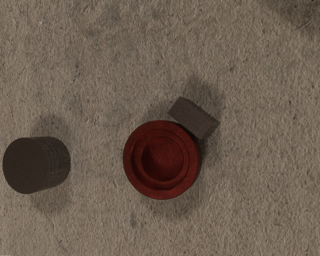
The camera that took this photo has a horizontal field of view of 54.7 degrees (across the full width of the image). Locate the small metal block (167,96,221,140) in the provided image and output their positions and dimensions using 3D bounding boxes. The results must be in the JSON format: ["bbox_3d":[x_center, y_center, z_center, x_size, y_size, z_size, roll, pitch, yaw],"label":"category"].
[{"bbox_3d":[0.043,-0.012,0.380,0.050,0.050,0.025,39,102,15],"label":"small metal block"}]

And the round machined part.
[{"bbox_3d":[0.006,0.039,0.397,0.098,0.042,0.097,0,90,19],"label":"round machined part"}]

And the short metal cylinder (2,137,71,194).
[{"bbox_3d":[-0.181,0.053,0.458,0.080,0.050,0.079,0,90,19],"label":"short metal cylinder"}]
